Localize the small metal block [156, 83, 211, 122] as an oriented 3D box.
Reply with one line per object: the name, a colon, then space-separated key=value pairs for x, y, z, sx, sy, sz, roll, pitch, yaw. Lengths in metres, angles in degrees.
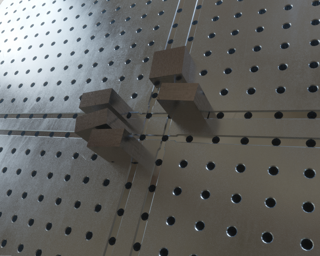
small metal block: x=0.031 y=-0.033 z=0.395 sx=0.050 sy=0.050 sz=0.025 roll=5 pitch=64 yaw=30

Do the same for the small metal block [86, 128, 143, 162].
small metal block: x=-0.058 y=0.024 z=0.407 sx=0.050 sy=0.050 sz=0.025 roll=-2 pitch=61 yaw=27

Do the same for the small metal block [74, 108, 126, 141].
small metal block: x=-0.082 y=0.001 z=0.433 sx=0.050 sy=0.050 sz=0.025 roll=-15 pitch=56 yaw=19

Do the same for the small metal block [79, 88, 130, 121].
small metal block: x=-0.080 y=-0.030 z=0.451 sx=0.050 sy=0.050 sz=0.025 roll=-6 pitch=59 yaw=24

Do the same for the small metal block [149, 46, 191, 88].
small metal block: x=0.016 y=-0.089 z=0.453 sx=0.050 sy=0.025 sz=0.050 roll=-5 pitch=60 yaw=25
